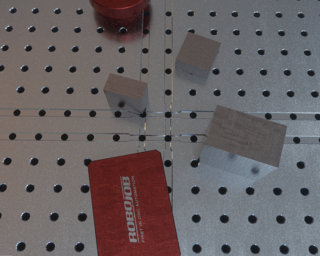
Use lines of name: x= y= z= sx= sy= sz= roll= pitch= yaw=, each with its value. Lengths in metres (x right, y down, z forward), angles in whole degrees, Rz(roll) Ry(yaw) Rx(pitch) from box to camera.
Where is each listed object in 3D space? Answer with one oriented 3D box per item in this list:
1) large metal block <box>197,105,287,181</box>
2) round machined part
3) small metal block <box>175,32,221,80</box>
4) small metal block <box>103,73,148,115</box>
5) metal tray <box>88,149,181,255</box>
large metal block: x=0.095 y=0.021 z=0.376 sx=0.080 sy=0.080 sz=0.050 roll=18 pitch=71 yaw=6
round machined part: x=-0.062 y=-0.209 z=0.478 sx=0.099 sy=0.042 sz=0.098 roll=0 pitch=70 yaw=-1
small metal block: x=0.055 y=-0.106 z=0.451 sx=0.050 sy=0.025 sz=0.050 roll=21 pitch=71 yaw=7
small metal block: x=-0.044 y=-0.044 z=0.414 sx=0.050 sy=0.050 sz=0.025 roll=16 pitch=71 yaw=5
metal tray: x=-0.032 y=0.098 z=0.373 sx=0.091 sy=0.030 sz=0.129 roll=-10 pitch=70 yaw=-4
